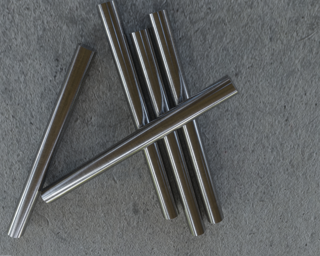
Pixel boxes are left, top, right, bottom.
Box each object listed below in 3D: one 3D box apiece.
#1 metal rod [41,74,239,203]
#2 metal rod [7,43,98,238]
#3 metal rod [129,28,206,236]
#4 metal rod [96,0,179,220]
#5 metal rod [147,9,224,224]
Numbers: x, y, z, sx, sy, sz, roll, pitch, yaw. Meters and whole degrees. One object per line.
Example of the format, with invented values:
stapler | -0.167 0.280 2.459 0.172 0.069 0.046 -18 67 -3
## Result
metal rod | -0.040 0.024 0.393 0.300 0.025 0.025 -31 108 20
metal rod | -0.152 0.029 0.418 0.025 0.025 0.298 24 108 -9
metal rod | 0.016 0.019 0.416 0.025 0.025 0.298 -15 110 5
metal rod | -0.023 -0.008 0.406 0.025 0.025 0.298 -14 110 5
metal rod | 0.039 -0.001 0.409 0.025 0.025 0.298 -16 110 6
